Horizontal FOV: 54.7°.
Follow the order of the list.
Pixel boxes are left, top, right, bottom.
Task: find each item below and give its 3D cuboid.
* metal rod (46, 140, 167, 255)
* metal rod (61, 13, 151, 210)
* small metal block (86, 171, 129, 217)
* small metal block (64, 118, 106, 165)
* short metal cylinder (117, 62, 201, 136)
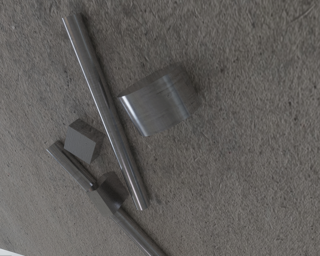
[{"bbox_3d":[-0.082,0.140,0.536,0.300,0.025,0.025,49,129,-7],"label":"metal rod"},{"bbox_3d":[-0.068,-0.007,0.438,0.025,0.025,0.298,-3,117,30],"label":"metal rod"},{"bbox_3d":[-0.083,0.106,0.500,0.025,0.050,0.050,-20,108,35],"label":"small metal block"},{"bbox_3d":[-0.118,0.021,0.482,0.050,0.025,0.050,31,128,8],"label":"small metal block"},{"bbox_3d":[-0.001,-0.033,0.351,0.080,0.080,0.050,-18,109,35],"label":"short metal cylinder"}]
